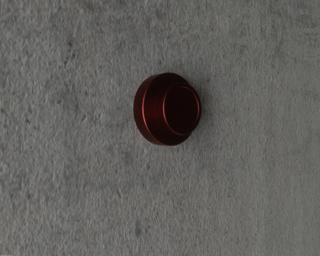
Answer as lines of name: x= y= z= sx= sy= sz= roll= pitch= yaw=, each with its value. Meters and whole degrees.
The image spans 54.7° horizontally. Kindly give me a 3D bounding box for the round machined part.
round machined part: x=0.017 y=-0.025 z=0.410 sx=0.099 sy=0.042 sz=0.097 roll=0 pitch=90 yaw=-40
